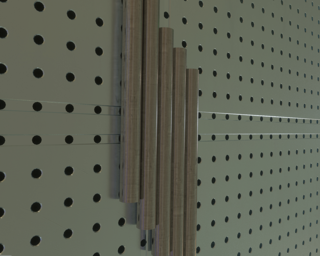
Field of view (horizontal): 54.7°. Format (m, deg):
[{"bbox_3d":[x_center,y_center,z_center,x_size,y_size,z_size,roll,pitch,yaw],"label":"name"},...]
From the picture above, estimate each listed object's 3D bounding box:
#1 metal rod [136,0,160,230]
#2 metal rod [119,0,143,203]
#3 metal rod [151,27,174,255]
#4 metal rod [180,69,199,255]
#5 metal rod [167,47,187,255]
[{"bbox_3d":[-0.015,-0.023,0.397,0.025,0.025,0.298,2,89,-40],"label":"metal rod"},{"bbox_3d":[-0.035,-0.060,0.381,0.025,0.025,0.298,1,89,-40],"label":"metal rod"},{"bbox_3d":[0.004,0.018,0.413,0.025,0.025,0.298,2,89,-40],"label":"metal rod"},{"bbox_3d":[0.041,0.066,0.445,0.025,0.025,0.298,2,89,-40],"label":"metal rod"},{"bbox_3d":[0.022,0.040,0.429,0.025,0.025,0.298,2,89,-40],"label":"metal rod"}]
